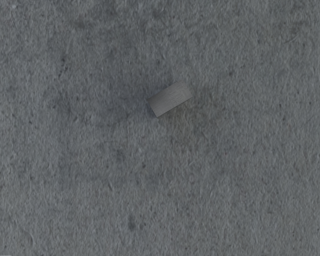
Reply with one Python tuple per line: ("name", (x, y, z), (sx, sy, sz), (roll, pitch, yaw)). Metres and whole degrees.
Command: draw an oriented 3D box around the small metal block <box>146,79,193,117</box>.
("small metal block", (0.012, -0.036, 0.398), (0.050, 0.050, 0.025), (-30, 90, 0))
